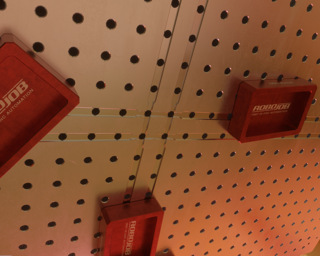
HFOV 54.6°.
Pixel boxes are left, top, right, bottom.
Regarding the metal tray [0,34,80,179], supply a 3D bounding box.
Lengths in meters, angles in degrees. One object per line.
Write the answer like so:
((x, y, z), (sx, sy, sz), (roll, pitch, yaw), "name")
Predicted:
((-0.159, -0.016, 0.310), (0.130, 0.030, 0.090), (-43, 129, 2), "metal tray")

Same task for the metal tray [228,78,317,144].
((0.176, -0.028, 0.485), (0.131, 0.030, 0.089), (-7, 121, -25), "metal tray")

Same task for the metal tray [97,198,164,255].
((-0.049, 0.176, 0.489), (0.091, 0.030, 0.129), (-5, 121, -26), "metal tray")
